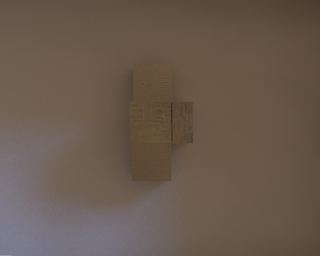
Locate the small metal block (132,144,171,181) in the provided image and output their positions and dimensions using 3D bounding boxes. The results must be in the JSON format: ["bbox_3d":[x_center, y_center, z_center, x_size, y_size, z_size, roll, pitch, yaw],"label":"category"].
[{"bbox_3d":[-0.011,0.043,0.409,0.050,0.025,0.050,0,90,0],"label":"small metal block"}]

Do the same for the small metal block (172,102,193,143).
[{"bbox_3d":[0.027,-0.007,0.397,0.025,0.050,0.050,0,90,0],"label":"small metal block"}]

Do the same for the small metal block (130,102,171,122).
[{"bbox_3d":[-0.011,-0.019,0.397,0.050,0.050,0.025,0,90,0],"label":"small metal block"}]

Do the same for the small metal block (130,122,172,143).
[{"bbox_3d":[-0.011,0.005,0.397,0.050,0.050,0.025,0,90,0],"label":"small metal block"}]

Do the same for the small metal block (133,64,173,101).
[{"bbox_3d":[-0.009,-0.057,0.409,0.050,0.025,0.050,0,90,0],"label":"small metal block"}]
